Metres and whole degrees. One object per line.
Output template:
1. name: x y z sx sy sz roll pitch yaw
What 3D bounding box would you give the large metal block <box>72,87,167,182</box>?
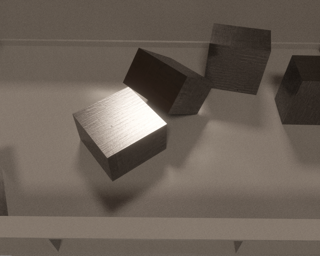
1. large metal block: -0.048 0.005 0.384 0.081 0.050 0.080 -30 57 -23

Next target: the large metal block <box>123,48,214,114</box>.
1. large metal block: 0.013 -0.060 0.414 0.080 0.050 0.080 36 20 26

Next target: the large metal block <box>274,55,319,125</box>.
1. large metal block: 0.210 -0.049 0.413 0.081 0.080 0.050 1 50 0

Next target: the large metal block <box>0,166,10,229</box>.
1. large metal block: -0.214 0.073 0.325 0.081 0.050 0.080 -18 53 -15

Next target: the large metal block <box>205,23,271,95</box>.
1. large metal block: 0.111 -0.100 0.455 0.080 0.080 0.050 10 51 8
